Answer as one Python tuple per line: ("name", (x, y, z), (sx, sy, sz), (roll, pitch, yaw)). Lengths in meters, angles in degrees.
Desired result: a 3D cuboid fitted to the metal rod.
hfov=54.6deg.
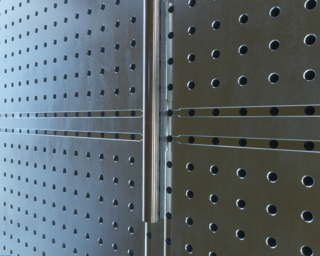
("metal rod", (-0.011, -0.024, 0.420), (0.025, 0.025, 0.298), (1, 91, 40))
